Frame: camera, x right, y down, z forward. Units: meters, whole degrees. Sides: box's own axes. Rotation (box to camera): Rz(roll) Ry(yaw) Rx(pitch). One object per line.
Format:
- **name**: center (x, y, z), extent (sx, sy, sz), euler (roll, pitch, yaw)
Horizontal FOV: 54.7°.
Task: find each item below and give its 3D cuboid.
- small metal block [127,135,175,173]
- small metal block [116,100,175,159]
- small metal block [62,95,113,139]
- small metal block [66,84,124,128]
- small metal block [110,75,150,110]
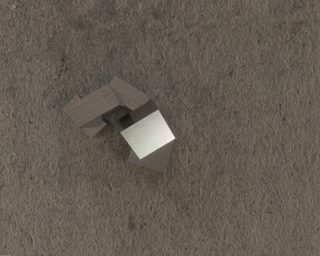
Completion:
- **small metal block**: center (-0.011, 0.027, 0.411), extent (0.050, 0.025, 0.050), euler (16, 90, -1)
- **small metal block**: center (-0.017, 0.002, 0.374), extent (0.050, 0.025, 0.050), euler (-31, 128, 0)
- **small metal block**: center (-0.091, -0.014, 0.398), extent (0.025, 0.050, 0.050), euler (-45, 91, 0)
- **small metal block**: center (-0.070, -0.023, 0.348), extent (0.050, 0.050, 0.025), euler (-29, 90, 0)
- **small metal block**: center (-0.040, -0.040, 0.398), extent (0.050, 0.050, 0.025), euler (32, 90, -1)
